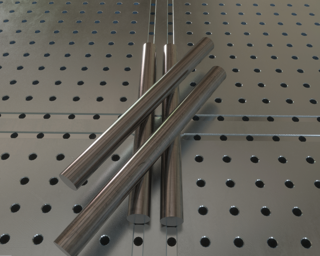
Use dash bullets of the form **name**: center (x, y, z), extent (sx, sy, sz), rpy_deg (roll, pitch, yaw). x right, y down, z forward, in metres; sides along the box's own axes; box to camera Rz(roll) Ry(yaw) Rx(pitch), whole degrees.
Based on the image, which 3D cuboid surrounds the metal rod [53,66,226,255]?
- **metal rod**: center (-0.002, 0.017, 0.361), extent (0.025, 0.025, 0.301), rpy_deg (28, 55, 21)

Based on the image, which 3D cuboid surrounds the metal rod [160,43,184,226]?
- **metal rod**: center (0.015, -0.016, 0.422), extent (0.025, 0.025, 0.300), rpy_deg (1, 50, 1)

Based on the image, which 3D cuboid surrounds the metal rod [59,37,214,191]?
- **metal rod**: center (-0.012, -0.037, 0.407), extent (0.025, 0.025, 0.301), rpy_deg (28, 55, 21)

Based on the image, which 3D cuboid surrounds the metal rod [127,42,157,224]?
- **metal rod**: center (-0.020, -0.019, 0.424), extent (0.025, 0.025, 0.300), rpy_deg (1, 50, 1)
